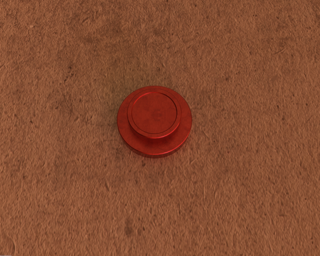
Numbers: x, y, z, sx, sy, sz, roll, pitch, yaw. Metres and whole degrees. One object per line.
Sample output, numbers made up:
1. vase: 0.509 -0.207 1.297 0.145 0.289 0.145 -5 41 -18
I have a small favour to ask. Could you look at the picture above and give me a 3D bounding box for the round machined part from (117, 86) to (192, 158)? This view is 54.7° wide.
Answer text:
1. round machined part: -0.007 -0.012 0.404 0.099 0.042 0.098 0 70 -1
